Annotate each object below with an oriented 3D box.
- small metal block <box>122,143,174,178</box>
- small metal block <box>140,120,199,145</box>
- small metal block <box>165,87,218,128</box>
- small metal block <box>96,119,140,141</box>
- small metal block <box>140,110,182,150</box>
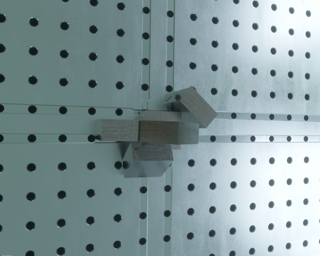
[{"bbox_3d":[-0.017,0.041,0.390,0.050,0.050,0.025,1,58,-20],"label":"small metal block"},{"bbox_3d":[0.012,0.005,0.366,0.050,0.050,0.025,3,89,-57],"label":"small metal block"},{"bbox_3d":[0.041,-0.026,0.414,0.050,0.050,0.025,45,76,-15],"label":"small metal block"},{"bbox_3d":[-0.050,0.003,0.380,0.050,0.050,0.025,2,90,-19],"label":"small metal block"},{"bbox_3d":[0.000,0.003,0.412,0.050,0.025,0.050,2,89,-21],"label":"small metal block"}]
